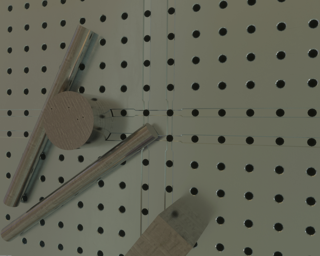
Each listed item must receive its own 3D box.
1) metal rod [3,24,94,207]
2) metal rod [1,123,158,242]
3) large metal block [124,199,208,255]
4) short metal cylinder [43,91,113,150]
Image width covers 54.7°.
[{"bbox_3d":[-0.172,-0.013,0.473,0.025,0.025,0.298,29,99,17],"label":"metal rod"},{"bbox_3d":[-0.128,0.087,0.457,0.300,0.025,0.025,-36,79,16],"label":"metal rod"},{"bbox_3d":[0.007,0.142,0.381,0.050,0.080,0.080,41,103,15],"label":"large metal block"},{"bbox_3d":[-0.115,-0.010,0.440,0.080,0.050,0.079,0,90,20],"label":"short metal cylinder"}]
